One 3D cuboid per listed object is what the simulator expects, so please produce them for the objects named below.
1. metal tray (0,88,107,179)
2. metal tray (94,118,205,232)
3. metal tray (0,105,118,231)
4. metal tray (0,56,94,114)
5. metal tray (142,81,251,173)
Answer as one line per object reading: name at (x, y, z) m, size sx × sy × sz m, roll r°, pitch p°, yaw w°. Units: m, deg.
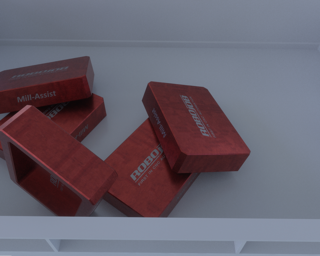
metal tray at (-0.145, -0.005, 0.404) m, size 0.090 × 0.030 × 0.130 m, roll 25°, pitch 54°, yaw 19°
metal tray at (-0.005, 0.043, 0.365) m, size 0.090 × 0.030 × 0.131 m, roll 29°, pitch 56°, yaw 22°
metal tray at (-0.095, 0.045, 0.282) m, size 0.090 × 0.129 × 0.030 m, roll 38°, pitch 57°, yaw 1°
metal tray at (-0.160, -0.061, 0.424) m, size 0.131 × 0.030 × 0.090 m, roll -11°, pitch 30°, yaw -3°
metal tray at (0.039, -0.005, 0.379) m, size 0.091 × 0.030 × 0.130 m, roll 2°, pitch 41°, yaw -26°
